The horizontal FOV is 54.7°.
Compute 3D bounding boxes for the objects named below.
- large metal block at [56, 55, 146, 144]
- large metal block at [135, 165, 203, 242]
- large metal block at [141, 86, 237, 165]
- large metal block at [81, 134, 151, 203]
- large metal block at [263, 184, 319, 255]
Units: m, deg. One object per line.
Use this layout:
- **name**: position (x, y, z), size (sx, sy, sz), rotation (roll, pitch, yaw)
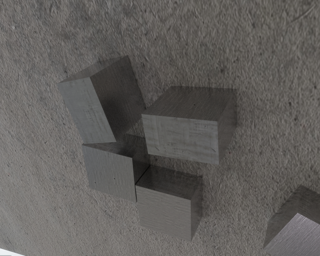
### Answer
- **large metal block**: position (-0.067, -0.036, 0.384), size (0.050, 0.080, 0.080), rotation (-5, 116, 30)
- **large metal block**: position (0.015, 0.108, 0.449), size (0.080, 0.050, 0.079), rotation (10, 123, 22)
- **large metal block**: position (0.037, -0.008, 0.347), size (0.080, 0.080, 0.050), rotation (7, 121, 25)
- **large metal block**: position (-0.061, 0.053, 0.456), size (0.080, 0.050, 0.079), rotation (12, 124, 22)
- **large metal block**: position (0.184, 0.128, 0.373), size (0.080, 0.050, 0.079), rotation (28, 128, 10)
